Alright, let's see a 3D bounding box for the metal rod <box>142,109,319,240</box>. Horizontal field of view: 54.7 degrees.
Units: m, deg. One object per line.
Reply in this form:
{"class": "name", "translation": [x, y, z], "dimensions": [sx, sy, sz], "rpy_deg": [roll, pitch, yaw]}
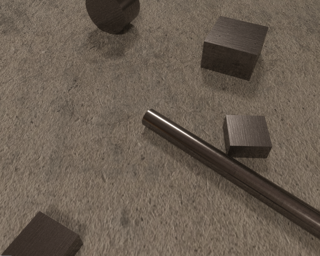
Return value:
{"class": "metal rod", "translation": [0.100, 0.059, 0.354], "dimensions": [0.300, 0.025, 0.025], "rpy_deg": [32, 57, 24]}

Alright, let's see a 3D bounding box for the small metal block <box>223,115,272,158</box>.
{"class": "small metal block", "translation": [0.110, 0.011, 0.396], "dimensions": [0.050, 0.025, 0.050], "rpy_deg": [2, 50, 1]}

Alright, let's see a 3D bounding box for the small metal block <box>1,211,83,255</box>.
{"class": "small metal block", "translation": [-0.113, 0.118, 0.302], "dimensions": [0.050, 0.025, 0.050], "rpy_deg": [24, 54, 18]}

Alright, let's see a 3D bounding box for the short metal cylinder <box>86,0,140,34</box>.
{"class": "short metal cylinder", "translation": [-0.083, -0.216, 0.548], "dimensions": [0.080, 0.080, 0.050], "rpy_deg": [23, 54, 17]}

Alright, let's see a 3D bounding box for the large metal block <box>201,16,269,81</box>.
{"class": "large metal block", "translation": [0.119, -0.130, 0.497], "dimensions": [0.080, 0.050, 0.080], "rpy_deg": [19, 53, 15]}
